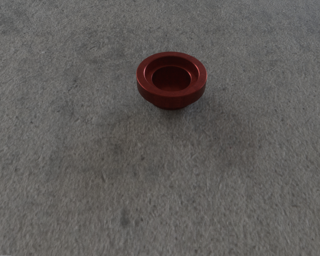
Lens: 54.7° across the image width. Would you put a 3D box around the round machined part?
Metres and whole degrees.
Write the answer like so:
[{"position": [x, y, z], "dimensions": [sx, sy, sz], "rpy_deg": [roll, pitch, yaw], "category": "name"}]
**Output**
[{"position": [0.016, -0.064, 0.446], "dimensions": [0.099, 0.042, 0.098], "rpy_deg": [0, 50, 0], "category": "round machined part"}]
